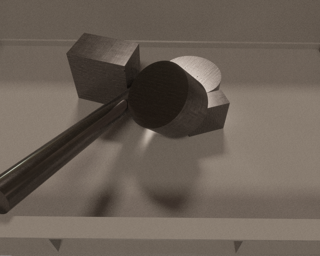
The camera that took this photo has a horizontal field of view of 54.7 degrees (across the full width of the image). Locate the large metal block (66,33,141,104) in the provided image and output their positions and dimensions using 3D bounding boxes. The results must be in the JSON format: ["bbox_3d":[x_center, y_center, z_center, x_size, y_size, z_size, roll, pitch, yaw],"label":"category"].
[{"bbox_3d":[-0.074,-0.078,0.434,0.080,0.080,0.050,14,52,11],"label":"large metal block"}]

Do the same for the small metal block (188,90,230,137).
[{"bbox_3d":[0.059,-0.019,0.405,0.050,0.050,0.025,-14,52,-12],"label":"small metal block"}]

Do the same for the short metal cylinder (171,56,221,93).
[{"bbox_3d":[0.042,-0.057,0.437,0.081,0.050,0.080,0,50,0],"label":"short metal cylinder"}]

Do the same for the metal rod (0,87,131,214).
[{"bbox_3d":[-0.061,-0.011,0.342,0.025,0.025,0.301,18,30,14],"label":"metal rod"}]

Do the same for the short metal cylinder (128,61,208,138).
[{"bbox_3d":[0.009,-0.032,0.365,0.080,0.050,0.080,-10,71,31],"label":"short metal cylinder"}]
